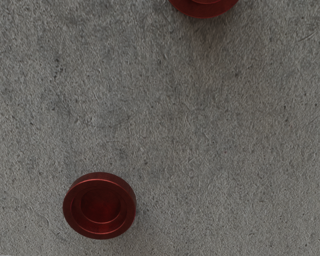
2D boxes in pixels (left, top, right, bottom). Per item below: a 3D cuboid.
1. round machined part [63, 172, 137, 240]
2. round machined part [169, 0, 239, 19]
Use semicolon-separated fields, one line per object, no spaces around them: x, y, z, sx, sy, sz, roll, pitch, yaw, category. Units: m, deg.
-0.082;0.105;0.438;0.099;0.042;0.097;0;110;0;round machined part
0.049;-0.171;0.338;0.099;0.042;0.097;0;110;0;round machined part
